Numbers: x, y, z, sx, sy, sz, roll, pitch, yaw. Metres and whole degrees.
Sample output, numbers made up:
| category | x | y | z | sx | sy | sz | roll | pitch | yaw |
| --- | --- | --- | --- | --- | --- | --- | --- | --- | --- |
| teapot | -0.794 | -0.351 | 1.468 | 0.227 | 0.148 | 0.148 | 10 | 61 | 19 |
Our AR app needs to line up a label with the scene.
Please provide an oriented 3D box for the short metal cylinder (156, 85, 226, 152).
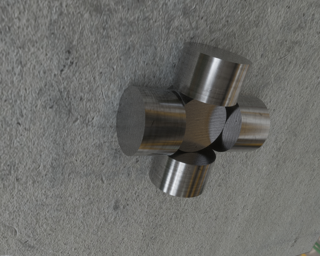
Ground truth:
| category | x | y | z | sx | sy | sz | roll | pitch | yaw |
| --- | --- | --- | --- | --- | --- | --- | --- | --- | --- |
| short metal cylinder | 0.039 | -0.015 | 0.406 | 0.081 | 0.050 | 0.079 | -14 | 125 | -21 |

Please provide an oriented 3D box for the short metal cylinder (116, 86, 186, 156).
| category | x | y | z | sx | sy | sz | roll | pitch | yaw |
| --- | --- | --- | --- | --- | --- | --- | --- | --- | --- |
| short metal cylinder | -0.013 | -0.007 | 0.363 | 0.050 | 0.080 | 0.079 | 2 | 118 | -30 |

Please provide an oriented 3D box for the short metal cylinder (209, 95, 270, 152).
| category | x | y | z | sx | sy | sz | roll | pitch | yaw |
| --- | --- | --- | --- | --- | --- | --- | --- | --- | --- |
| short metal cylinder | 0.102 | -0.007 | 0.427 | 0.050 | 0.080 | 0.079 | 2 | 118 | -30 |

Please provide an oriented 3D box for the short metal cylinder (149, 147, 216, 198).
| category | x | y | z | sx | sy | sz | roll | pitch | yaw |
| --- | --- | --- | --- | --- | --- | --- | --- | --- | --- |
| short metal cylinder | 0.030 | 0.049 | 0.421 | 0.081 | 0.080 | 0.050 | 0 | 118 | -29 |

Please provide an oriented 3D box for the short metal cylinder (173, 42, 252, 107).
| category | x | y | z | sx | sy | sz | roll | pitch | yaw |
| --- | --- | --- | --- | --- | --- | --- | --- | --- | --- |
| short metal cylinder | 0.061 | -0.065 | 0.366 | 0.081 | 0.080 | 0.050 | 1 | 118 | -30 |
